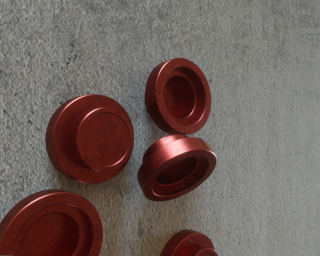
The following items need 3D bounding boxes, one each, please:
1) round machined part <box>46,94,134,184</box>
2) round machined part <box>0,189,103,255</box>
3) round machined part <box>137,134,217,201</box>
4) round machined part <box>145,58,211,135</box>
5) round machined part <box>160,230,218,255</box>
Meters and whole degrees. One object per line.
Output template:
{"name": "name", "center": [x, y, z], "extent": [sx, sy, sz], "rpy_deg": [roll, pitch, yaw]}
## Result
{"name": "round machined part", "center": [-0.068, 0.012, 0.337], "extent": [0.099, 0.042, 0.097], "rpy_deg": [0, 90, -40]}
{"name": "round machined part", "center": [-0.109, 0.108, 0.302], "extent": [0.099, 0.042, 0.097], "rpy_deg": [0, 90, -40]}
{"name": "round machined part", "center": [0.017, 0.045, 0.386], "extent": [0.099, 0.042, 0.097], "rpy_deg": [-19, 141, -15]}
{"name": "round machined part", "center": [0.019, -0.039, 0.406], "extent": [0.099, 0.042, 0.097], "rpy_deg": [4, 83, -40]}
{"name": "round machined part", "center": [0.047, 0.197, 0.433], "extent": [0.099, 0.042, 0.097], "rpy_deg": [0, 90, -40]}
